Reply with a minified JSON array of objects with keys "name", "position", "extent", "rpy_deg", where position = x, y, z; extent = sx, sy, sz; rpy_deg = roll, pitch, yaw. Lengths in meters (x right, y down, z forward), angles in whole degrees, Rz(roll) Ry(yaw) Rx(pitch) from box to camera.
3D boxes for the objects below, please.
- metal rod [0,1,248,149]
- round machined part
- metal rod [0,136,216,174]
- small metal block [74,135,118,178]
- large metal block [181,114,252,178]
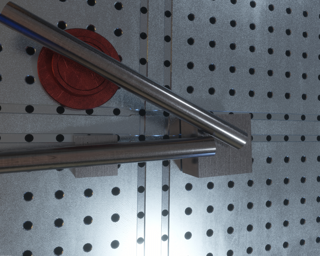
[{"name":"metal rod","position":[-0.026,-0.050,0.352],"extent":[0.301,0.025,0.025],"rpy_deg":[27,81,-16]},{"name":"round machined part","position":[-0.093,-0.071,0.369],"extent":[0.099,0.042,0.097],"rpy_deg":[0,90,-21]},{"name":"metal rod","position":[-0.085,0.032,0.353],"extent":[0.302,0.025,0.025],"rpy_deg":[-4,92,-10]},{"name":"small metal block","position":[-0.080,0.034,0.384],"extent":[0.050,0.025,0.050],"rpy_deg":[0,90,-21]},{"name":"large metal block","position":[0.077,0.022,0.426],"extent":[0.081,0.050,0.079],"rpy_deg":[-2,91,-20]}]
